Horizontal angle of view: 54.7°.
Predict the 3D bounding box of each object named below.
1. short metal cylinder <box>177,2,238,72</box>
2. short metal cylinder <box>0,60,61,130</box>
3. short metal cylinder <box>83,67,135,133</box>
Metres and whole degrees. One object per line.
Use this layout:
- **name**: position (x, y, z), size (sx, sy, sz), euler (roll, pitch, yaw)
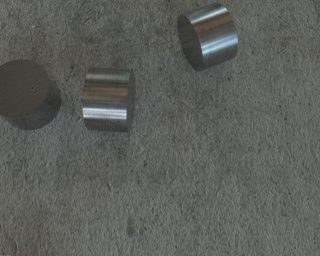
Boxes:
- **short metal cylinder**: position (0.063, -0.124, 0.424), size (0.050, 0.080, 0.080), euler (-22, 72, -8)
- **short metal cylinder**: position (-0.178, -0.043, 0.409), size (0.081, 0.050, 0.080), euler (0, 70, 0)
- **short metal cylinder**: position (-0.062, -0.035, 0.391), size (0.050, 0.080, 0.080), euler (4, 70, 1)
